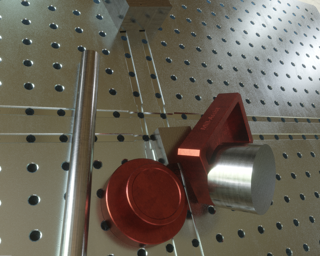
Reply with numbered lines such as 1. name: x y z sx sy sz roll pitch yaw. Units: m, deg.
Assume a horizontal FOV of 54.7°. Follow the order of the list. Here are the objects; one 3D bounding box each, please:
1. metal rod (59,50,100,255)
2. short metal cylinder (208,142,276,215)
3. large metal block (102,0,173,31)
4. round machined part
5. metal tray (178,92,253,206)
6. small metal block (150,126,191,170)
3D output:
1. metal rod: -0.086 0.033 0.342 0.025 0.025 0.299 11 57 -23
2. short metal cylinder: 0.098 0.057 0.364 0.081 0.050 0.079 -2 92 -52
3. large metal block: -0.040 -0.206 0.497 0.081 0.050 0.080 -16 70 -35
4. round machined part: -0.012 0.078 0.345 0.099 0.042 0.098 14 56 -21
5. metal tray: 0.078 0.024 0.403 0.131 0.030 0.090 -50 128 -39
6. small metal block: 0.021 0.026 0.405 0.050 0.025 0.050 -3 63 -30
